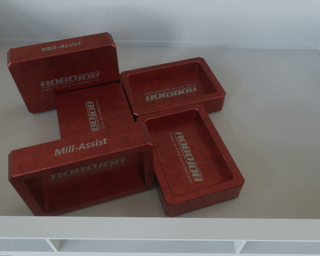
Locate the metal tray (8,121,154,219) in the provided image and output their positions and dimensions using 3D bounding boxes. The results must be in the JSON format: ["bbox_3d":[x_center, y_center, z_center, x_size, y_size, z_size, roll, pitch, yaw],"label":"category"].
[{"bbox_3d":[-0.073,0.046,0.320,0.131,0.089,0.030,-13,52,-12],"label":"metal tray"}]

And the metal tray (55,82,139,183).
[{"bbox_3d":[-0.079,0.002,0.396,0.091,0.030,0.130,-13,51,-12],"label":"metal tray"}]

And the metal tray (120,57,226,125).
[{"bbox_3d":[0.016,-0.053,0.445,0.131,0.030,0.090,-13,51,-12],"label":"metal tray"}]

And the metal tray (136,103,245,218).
[{"bbox_3d":[0.031,0.032,0.373,0.091,0.030,0.130,-13,51,-12],"label":"metal tray"}]

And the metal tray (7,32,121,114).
[{"bbox_3d":[-0.122,-0.073,0.418,0.131,0.089,0.030,-14,52,-12],"label":"metal tray"}]
